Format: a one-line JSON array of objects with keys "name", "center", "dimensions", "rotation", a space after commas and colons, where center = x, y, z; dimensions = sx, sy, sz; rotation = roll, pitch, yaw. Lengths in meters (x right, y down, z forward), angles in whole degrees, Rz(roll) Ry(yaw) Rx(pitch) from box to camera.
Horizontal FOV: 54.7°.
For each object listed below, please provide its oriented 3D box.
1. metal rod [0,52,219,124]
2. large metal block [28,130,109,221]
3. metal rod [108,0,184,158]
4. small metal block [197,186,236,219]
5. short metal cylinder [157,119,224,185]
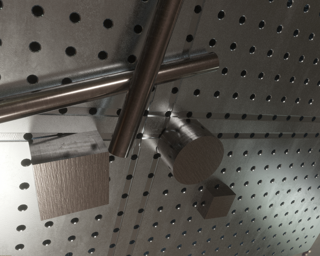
[{"name": "metal rod", "center": [-0.068, -0.045, 0.347], "dimensions": [0.302, 0.025, 0.025], "rotation": [-16, 125, -20]}, {"name": "large metal block", "center": [-0.108, 0.055, 0.371], "dimensions": [0.081, 0.050, 0.079], "rotation": [-9, 123, -24]}, {"name": "metal rod", "center": [0.003, -0.108, 0.324], "dimensions": [0.025, 0.025, 0.298], "rotation": [12, 105, -34]}, {"name": "small metal block", "center": [0.101, 0.132, 0.551], "dimensions": [0.050, 0.025, 0.050], "rotation": [2, 117, -30]}, {"name": "short metal cylinder", "center": [0.043, 0.033, 0.441], "dimensions": [0.081, 0.050, 0.079], "rotation": [-14, 124, -21]}]
